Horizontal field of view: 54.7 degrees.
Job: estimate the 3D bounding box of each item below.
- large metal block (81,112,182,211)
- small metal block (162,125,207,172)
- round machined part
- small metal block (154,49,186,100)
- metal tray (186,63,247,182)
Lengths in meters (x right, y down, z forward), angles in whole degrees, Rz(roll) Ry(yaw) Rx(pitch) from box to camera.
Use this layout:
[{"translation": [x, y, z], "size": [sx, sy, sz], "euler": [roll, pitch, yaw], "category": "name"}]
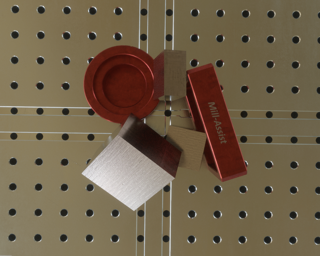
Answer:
[{"translation": [-0.033, 0.042, 0.378], "size": [0.080, 0.050, 0.080], "euler": [39, 122, -11], "category": "large metal block"}, {"translation": [0.033, 0.026, 0.409], "size": [0.050, 0.025, 0.050], "euler": [12, 94, 10], "category": "small metal block"}, {"translation": [-0.046, -0.054, 0.404], "size": [0.099, 0.042, 0.097], "euler": [0, 90, -1], "category": "round machined part"}, {"translation": [0.010, -0.059, 0.360], "size": [0.025, 0.050, 0.050], "euler": [0, 89, -14], "category": "small metal block"}, {"translation": [0.063, -0.006, 0.382], "size": [0.030, 0.090, 0.129], "euler": [-18, 90, 0], "category": "metal tray"}]
